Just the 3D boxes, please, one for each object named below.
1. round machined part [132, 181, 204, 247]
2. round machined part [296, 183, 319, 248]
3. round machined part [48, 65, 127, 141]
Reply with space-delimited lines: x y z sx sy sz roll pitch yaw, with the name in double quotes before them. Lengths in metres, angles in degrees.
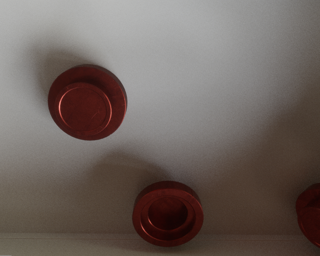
"round machined part" 0.011 0.118 0.446 0.099 0.042 0.097 0 110 0
"round machined part" 0.229 0.127 0.419 0.042 0.098 0.097 -27 113 -30
"round machined part" -0.092 -0.028 0.391 0.099 0.042 0.097 0 110 0
